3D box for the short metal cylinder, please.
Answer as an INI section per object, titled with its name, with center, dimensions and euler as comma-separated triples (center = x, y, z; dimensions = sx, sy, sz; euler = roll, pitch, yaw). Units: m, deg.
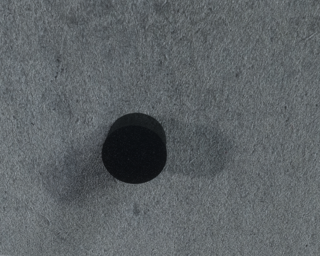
[short metal cylinder]
center = -0.032, 0.026, 0.406
dimensions = 0.080, 0.050, 0.079
euler = 0, 110, 0
